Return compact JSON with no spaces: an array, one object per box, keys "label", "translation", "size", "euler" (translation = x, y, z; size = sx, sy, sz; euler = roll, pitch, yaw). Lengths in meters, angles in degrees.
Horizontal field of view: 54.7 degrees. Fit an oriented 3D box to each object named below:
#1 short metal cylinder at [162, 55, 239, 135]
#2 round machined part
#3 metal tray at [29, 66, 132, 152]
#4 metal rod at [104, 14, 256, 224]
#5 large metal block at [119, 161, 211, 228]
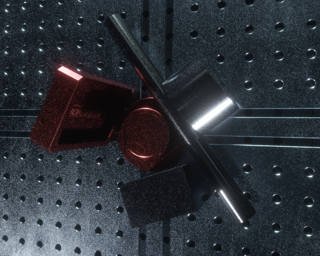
[{"label":"short metal cylinder","translation":[0.048,-0.039,0.365],"size":[0.050,0.080,0.080],"euler":[-39,78,16]},{"label":"round machined part","translation":[-0.013,0.009,0.407],"size":[0.098,0.042,0.097],"euler":[0,90,19]},{"label":"metal tray","translation":[-0.091,-0.020,0.388],"size":[0.030,0.130,0.090],"euler":[29,99,17]},{"label":"metal rod","translation":[0.019,-0.020,0.383],"size":[0.025,0.025,0.299],"euler":[-37,79,16]},{"label":"large metal block","translation":[0.010,0.077,0.379],"size":[0.080,0.080,0.050],"euler":[-20,84,18]}]
